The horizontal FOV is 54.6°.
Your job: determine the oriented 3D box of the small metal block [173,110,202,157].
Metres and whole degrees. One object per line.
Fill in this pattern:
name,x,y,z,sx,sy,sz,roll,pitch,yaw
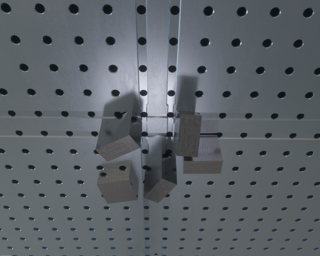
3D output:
small metal block,0.033,0.006,0.388,0.025,0.050,0.050,4,98,-4

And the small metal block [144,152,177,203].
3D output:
small metal block,0.000,0.073,0.457,0.025,0.050,0.050,25,126,-20

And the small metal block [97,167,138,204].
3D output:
small metal block,-0.065,0.092,0.489,0.050,0.025,0.050,-10,130,8

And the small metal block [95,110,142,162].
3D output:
small metal block,-0.052,0.010,0.403,0.050,0.050,0.025,-23,126,18

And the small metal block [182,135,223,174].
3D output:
small metal block,0.056,0.036,0.426,0.050,0.050,0.025,0,130,0
